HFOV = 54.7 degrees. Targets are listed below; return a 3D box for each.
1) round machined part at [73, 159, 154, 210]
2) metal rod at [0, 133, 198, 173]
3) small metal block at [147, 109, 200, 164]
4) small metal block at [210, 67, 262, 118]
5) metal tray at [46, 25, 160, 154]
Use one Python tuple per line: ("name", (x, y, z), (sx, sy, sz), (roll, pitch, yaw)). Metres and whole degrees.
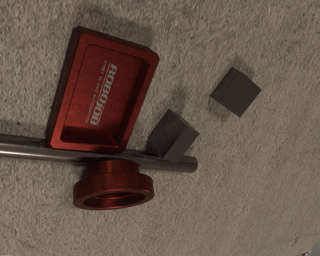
("round machined part", (-0.058, 0.071, 0.389), (0.099, 0.042, 0.098), (-7, 154, -3))
("metal rod", (-0.076, 0.034, 0.387), (0.302, 0.025, 0.025), (10, 113, -33))
("small metal block", (0.017, 0.010, 0.408), (0.025, 0.050, 0.050), (29, 102, -38))
("small metal block", (0.107, -0.050, 0.437), (0.050, 0.025, 0.050), (28, 103, -38))
("metal tray", (-0.065, -0.036, 0.346), (0.091, 0.030, 0.129), (9, 114, -33))
